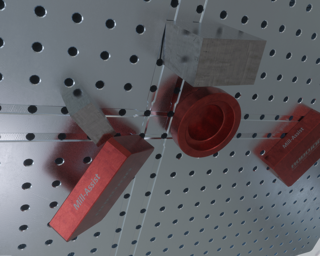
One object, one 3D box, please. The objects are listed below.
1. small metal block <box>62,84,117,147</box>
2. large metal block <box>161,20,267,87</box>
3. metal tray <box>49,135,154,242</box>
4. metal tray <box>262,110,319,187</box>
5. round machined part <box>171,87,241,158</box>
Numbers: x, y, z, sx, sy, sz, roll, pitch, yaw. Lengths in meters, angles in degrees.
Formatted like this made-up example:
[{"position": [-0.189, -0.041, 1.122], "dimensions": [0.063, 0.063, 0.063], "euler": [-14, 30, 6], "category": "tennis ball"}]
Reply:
[{"position": [-0.079, -0.014, 0.343], "dimensions": [0.025, 0.050, 0.050], "euler": [-36, 129, -4], "category": "small metal block"}, {"position": [0.057, -0.086, 0.353], "dimensions": [0.081, 0.080, 0.050], "euler": [-6, 121, -26], "category": "large metal block"}, {"position": [-0.067, 0.069, 0.381], "dimensions": [0.130, 0.030, 0.090], "euler": [-54, 167, 10], "category": "metal tray"}, {"position": [0.261, 0.040, 0.575], "dimensions": [0.130, 0.030, 0.090], "euler": [-46, 129, 4], "category": "metal tray"}, {"position": [0.058, -0.011, 0.425], "dimensions": [0.099, 0.042, 0.097], "euler": [-14, 124, -21], "category": "round machined part"}]
